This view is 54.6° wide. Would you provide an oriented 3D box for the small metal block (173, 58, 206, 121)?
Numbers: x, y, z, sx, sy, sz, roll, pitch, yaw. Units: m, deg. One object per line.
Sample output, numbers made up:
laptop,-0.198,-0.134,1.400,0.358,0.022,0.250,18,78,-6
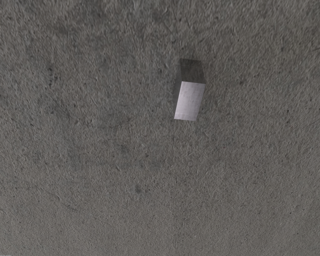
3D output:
small metal block,0.032,-0.044,0.353,0.025,0.050,0.050,6,130,-5
